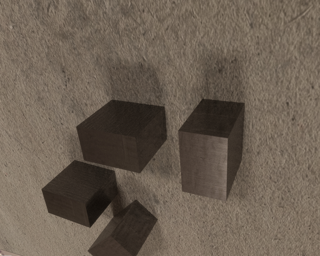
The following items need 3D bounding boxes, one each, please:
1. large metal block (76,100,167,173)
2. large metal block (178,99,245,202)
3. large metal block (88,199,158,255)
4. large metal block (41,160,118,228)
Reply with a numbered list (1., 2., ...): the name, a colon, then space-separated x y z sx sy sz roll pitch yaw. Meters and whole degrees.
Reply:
1. large metal block: -0.045 0.007 0.398 0.080 0.080 0.050 9 122 23
2. large metal block: 0.061 0.022 0.352 0.050 0.080 0.079 8 122 23
3. large metal block: -0.061 0.177 0.511 0.050 0.080 0.080 44 129 -3
4. large metal block: -0.126 0.103 0.499 0.080 0.080 0.050 12 123 21
